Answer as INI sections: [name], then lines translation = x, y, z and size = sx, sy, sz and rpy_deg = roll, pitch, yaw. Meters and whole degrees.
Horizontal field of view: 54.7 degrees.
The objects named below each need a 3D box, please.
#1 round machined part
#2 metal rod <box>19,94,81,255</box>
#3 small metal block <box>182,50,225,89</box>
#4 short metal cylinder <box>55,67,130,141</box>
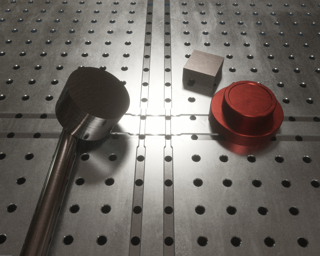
[round machined part]
translation = 0.118, -0.027, 0.421
size = 0.099, 0.042, 0.098
rpy_deg = 0, 50, 0
[metal rod]
translation = -0.116, 0.038, 0.374
size = 0.025, 0.025, 0.300
rpy_deg = 3, 50, 2
[small metal block]
translation = 0.068, -0.093, 0.487
size = 0.050, 0.025, 0.050
rpy_deg = 19, 52, 14
[short metal cylinder]
translation = -0.086, -0.031, 0.395
size = 0.081, 0.050, 0.080
rpy_deg = 20, 48, -23
